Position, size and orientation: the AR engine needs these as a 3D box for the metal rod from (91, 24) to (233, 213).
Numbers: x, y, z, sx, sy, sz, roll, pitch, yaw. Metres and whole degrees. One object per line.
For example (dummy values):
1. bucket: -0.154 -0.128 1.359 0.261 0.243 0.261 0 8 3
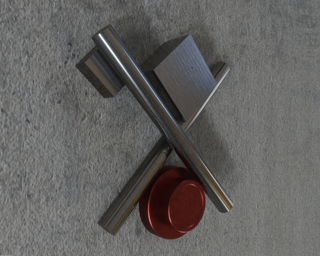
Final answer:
1. metal rod: 0.017 0.007 0.390 0.025 0.025 0.300 -51 120 -28

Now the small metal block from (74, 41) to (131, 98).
1. small metal block: -0.060 -0.070 0.358 0.050 0.025 0.050 51 60 -28

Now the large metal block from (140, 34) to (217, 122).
1. large metal block: 0.020 -0.064 0.410 0.080 0.050 0.080 -49 120 -29

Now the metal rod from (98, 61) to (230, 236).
1. metal rod: 0.019 0.011 0.426 0.025 0.025 0.301 53 59 -28

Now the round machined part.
1. round machined part: 0.024 0.101 0.417 0.099 0.042 0.097 0 90 -40
